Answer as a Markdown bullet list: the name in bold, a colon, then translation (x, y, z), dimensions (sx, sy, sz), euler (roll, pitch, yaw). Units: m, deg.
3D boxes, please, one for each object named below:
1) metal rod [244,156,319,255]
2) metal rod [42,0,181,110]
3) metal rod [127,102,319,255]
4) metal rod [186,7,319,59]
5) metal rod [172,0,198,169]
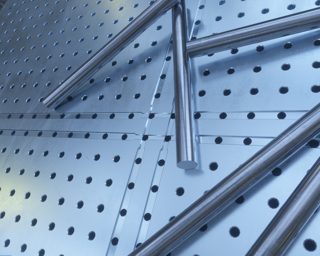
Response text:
- **metal rod**: translation (0.127, 0.080, 0.292), dimensions (0.300, 0.025, 0.025), euler (-50, 51, -7)
- **metal rod**: translation (-0.077, -0.132, 0.513), dimensions (0.300, 0.025, 0.025), euler (-38, 51, 9)
- **metal rod**: translation (0.083, 0.058, 0.329), dimensions (0.300, 0.025, 0.025), euler (-39, 51, 1)
- **metal rod**: translation (0.181, -0.133, 0.386), dimensions (0.300, 0.025, 0.025), euler (-9, 58, 20)
- **metal rod**: translation (0.032, -0.084, 0.443), dimensions (0.025, 0.025, 0.300), euler (-14, 56, 21)
